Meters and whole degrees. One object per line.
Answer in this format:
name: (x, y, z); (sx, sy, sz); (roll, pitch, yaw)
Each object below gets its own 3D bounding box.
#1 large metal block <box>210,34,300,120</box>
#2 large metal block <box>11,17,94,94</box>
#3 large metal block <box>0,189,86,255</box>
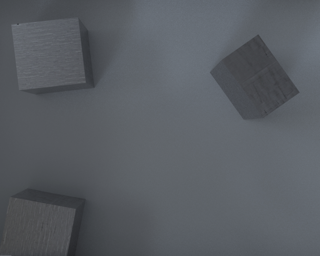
large metal block: (0.112, -0.058, 0.385); (0.050, 0.080, 0.080); (-36, 90, 0)
large metal block: (-0.134, -0.089, 0.397); (0.081, 0.050, 0.079); (-7, 90, -1)
large metal block: (-0.148, 0.129, 0.397); (0.080, 0.050, 0.080); (11, 90, -1)
